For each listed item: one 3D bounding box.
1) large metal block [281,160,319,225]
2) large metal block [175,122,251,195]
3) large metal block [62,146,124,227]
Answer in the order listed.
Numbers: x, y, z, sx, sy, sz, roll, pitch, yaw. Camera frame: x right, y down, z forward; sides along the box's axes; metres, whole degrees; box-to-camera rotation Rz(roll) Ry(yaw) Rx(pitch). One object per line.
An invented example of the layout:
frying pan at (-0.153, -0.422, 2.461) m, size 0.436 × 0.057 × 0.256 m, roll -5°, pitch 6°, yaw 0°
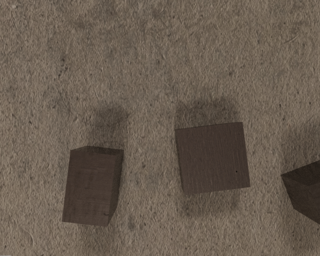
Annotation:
large metal block at (0.212, 0.074, 0.385) m, size 0.080 × 0.080 × 0.050 m, roll -21°, pitch 90°, yaw 0°
large metal block at (0.065, 0.037, 0.398) m, size 0.081 × 0.050 × 0.079 m, roll -7°, pitch 90°, yaw -1°
large metal block at (-0.079, 0.067, 0.382) m, size 0.050 × 0.080 × 0.079 m, roll 7°, pitch 90°, yaw 0°
